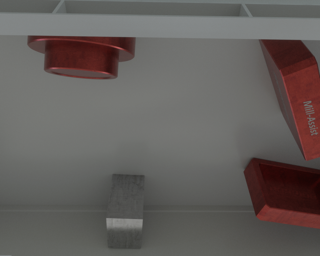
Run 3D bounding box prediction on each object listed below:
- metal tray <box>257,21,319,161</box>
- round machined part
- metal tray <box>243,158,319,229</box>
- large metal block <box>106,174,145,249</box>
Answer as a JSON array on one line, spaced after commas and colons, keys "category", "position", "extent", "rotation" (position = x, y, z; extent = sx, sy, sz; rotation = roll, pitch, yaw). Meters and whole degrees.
[{"category": "metal tray", "position": [0.147, -0.038, 0.336], "extent": [0.030, 0.090, 0.130], "rotation": [-21, 127, 17]}, {"category": "round machined part", "position": [-0.074, -0.072, 0.297], "extent": [0.099, 0.098, 0.042], "rotation": [4, 92, -4]}, {"category": "metal tray", "position": [0.196, 0.095, 0.450], "extent": [0.131, 0.090, 0.030], "rotation": [11, 129, -10]}, {"category": "large metal block", "position": [-0.052, 0.129, 0.483], "extent": [0.050, 0.080, 0.079], "rotation": [3, 130, -3]}]
